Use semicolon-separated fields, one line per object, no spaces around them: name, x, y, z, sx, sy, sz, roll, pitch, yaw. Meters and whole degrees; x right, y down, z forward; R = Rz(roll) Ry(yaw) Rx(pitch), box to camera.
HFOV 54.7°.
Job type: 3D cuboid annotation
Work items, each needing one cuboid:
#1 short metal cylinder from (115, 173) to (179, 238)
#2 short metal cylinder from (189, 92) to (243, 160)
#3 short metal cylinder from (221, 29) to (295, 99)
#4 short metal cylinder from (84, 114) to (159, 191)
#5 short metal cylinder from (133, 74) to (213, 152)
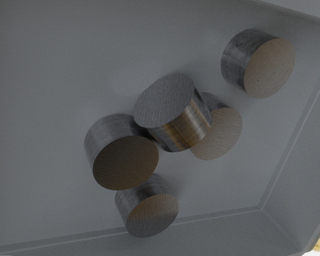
short metal cylinder;-0.019;0.112;0.451;0.081;0.050;0.079;-14;124;-21
short metal cylinder;0.065;-0.003;0.426;0.081;0.050;0.079;-14;124;-21
short metal cylinder;0.128;-0.085;0.410;0.081;0.050;0.079;-14;124;-21
short metal cylinder;-0.048;0.030;0.382;0.081;0.050;0.079;-13;126;-19
short metal cylinder;0.016;-0.018;0.370;0.080;0.080;0.050;-41;129;-1
